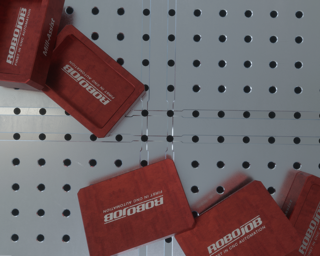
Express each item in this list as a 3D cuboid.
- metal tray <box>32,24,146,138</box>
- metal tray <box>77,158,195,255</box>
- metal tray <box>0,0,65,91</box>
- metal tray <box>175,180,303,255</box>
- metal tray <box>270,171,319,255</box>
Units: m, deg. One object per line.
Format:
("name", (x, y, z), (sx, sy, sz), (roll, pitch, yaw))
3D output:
("metal tray", (-0.096, -0.060, 0.410), (0.130, 0.030, 0.090), (40, 90, 0))
("metal tray", (-0.030, 0.102, 0.393), (0.131, 0.030, 0.090), (-19, 66, 0))
("metal tray", (-0.179, -0.117, 0.389), (0.090, 0.030, 0.129), (8, 81, 14))
("metal tray", (0.096, 0.137, 0.394), (0.130, 0.030, 0.090), (-35, 75, 6))
("metal tray", (0.207, 0.135, 0.412), (0.090, 0.030, 0.130), (23, 90, 0))
